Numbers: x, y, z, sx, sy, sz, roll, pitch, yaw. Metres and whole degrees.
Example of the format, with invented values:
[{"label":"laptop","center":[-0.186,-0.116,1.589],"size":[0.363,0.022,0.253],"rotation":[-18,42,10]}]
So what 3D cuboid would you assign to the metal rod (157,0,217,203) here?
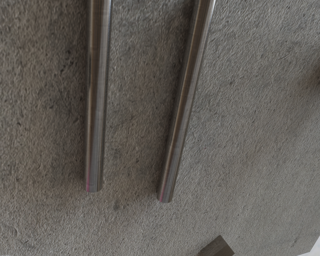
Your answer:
[{"label":"metal rod","center":[0.030,-0.023,0.410],"size":[0.025,0.025,0.298],"rotation":[-5,121,-26]}]

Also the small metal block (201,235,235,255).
[{"label":"small metal block","center":[0.119,0.253,0.631],"size":[0.050,0.025,0.050],"rotation":[-38,130,-3]}]

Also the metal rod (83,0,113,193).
[{"label":"metal rod","center":[-0.069,-0.053,0.337],"size":[0.025,0.025,0.298],"rotation":[-6,121,-26]}]
